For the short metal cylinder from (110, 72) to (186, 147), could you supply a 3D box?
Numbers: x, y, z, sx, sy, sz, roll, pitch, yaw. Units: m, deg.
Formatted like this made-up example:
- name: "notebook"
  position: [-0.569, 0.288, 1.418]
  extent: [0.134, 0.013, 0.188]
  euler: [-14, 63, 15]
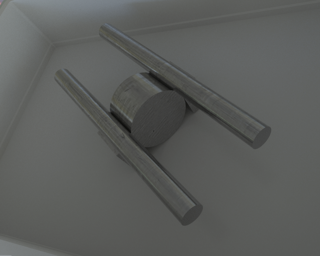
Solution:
- name: "short metal cylinder"
  position: [-0.015, -0.023, 0.389]
  extent: [0.080, 0.080, 0.050]
  euler: [-45, 51, -3]

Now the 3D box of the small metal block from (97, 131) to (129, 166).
- name: "small metal block"
  position: [-0.046, 0.022, 0.397]
  extent: [0.025, 0.050, 0.050]
  euler: [-45, 51, -3]

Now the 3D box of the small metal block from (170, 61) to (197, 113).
- name: "small metal block"
  position: [0.029, -0.053, 0.403]
  extent: [0.025, 0.050, 0.050]
  euler: [-45, 51, -3]

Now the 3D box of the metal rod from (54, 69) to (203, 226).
- name: "metal rod"
  position: [-0.059, 0.000, 0.370]
  extent: [0.025, 0.025, 0.300]
  euler: [-45, 51, -4]

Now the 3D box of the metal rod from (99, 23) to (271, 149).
- name: "metal rod"
  position: [0.006, -0.069, 0.378]
  extent: [0.025, 0.025, 0.300]
  euler: [-45, 51, -4]
